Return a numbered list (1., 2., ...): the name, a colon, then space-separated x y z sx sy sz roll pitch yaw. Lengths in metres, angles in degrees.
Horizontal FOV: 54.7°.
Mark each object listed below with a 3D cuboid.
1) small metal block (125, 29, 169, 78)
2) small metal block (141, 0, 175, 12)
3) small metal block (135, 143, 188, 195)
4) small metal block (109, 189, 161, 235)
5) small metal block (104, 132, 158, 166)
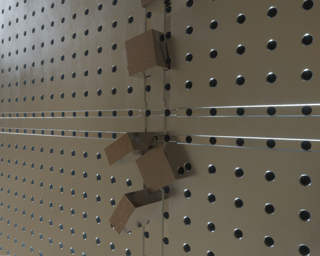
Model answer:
1. small metal block: -0.019 -0.100 0.423 0.050 0.025 0.050 -12 82 39
2. small metal block: -0.001 -0.190 0.409 0.050 0.025 0.050 -16 80 38
3. small metal block: 0.001 0.053 0.407 0.050 0.025 0.050 -36 68 34
4. small metal block: -0.033 0.112 0.419 0.025 0.050 0.050 44 116 31
5. small metal block: -0.038 0.028 0.422 0.050 0.050 0.025 -34 69 34
